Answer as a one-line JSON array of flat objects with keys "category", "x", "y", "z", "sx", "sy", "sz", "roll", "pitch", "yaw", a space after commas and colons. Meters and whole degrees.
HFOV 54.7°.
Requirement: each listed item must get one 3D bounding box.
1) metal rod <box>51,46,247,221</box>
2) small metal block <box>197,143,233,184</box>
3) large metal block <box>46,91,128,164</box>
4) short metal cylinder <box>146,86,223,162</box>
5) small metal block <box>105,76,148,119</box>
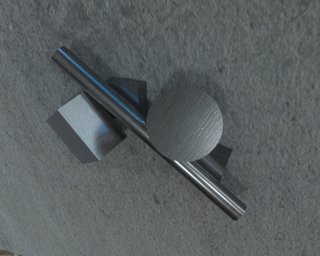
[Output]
[{"category": "metal rod", "x": -0.013, "y": 0.007, "z": 0.386, "sx": 0.300, "sy": 0.025, "sz": 0.025, "roll": 41, "pitch": 129, "yaw": -1}, {"category": "small metal block", "x": 0.061, "y": 0.043, "z": 0.403, "sx": 0.050, "sy": 0.025, "sz": 0.050, "roll": 22, "pitch": 127, "yaw": 14}, {"category": "large metal block", "x": -0.102, "y": 0.001, "z": 0.423, "sx": 0.080, "sy": 0.050, "sz": 0.080, "roll": 53, "pitch": 151, "yaw": -11}, {"category": "short metal cylinder", "x": 0.025, "y": -0.004, "z": 0.349, "sx": 0.081, "sy": 0.050, "sz": 0.079, "roll": 0, "pitch": 89, "yaw": -2}, {"category": "small metal block", "x": -0.044, "y": -0.038, "z": 0.407, "sx": 0.050, "sy": 0.025, "sz": 0.050, "roll": 12, "pitch": 123, "yaw": 21}]
